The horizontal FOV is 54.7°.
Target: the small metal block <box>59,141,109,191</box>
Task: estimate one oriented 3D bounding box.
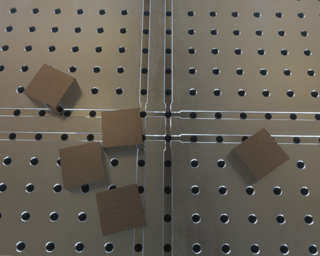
[{"bbox_3d":[-0.096,0.049,0.393,0.050,0.025,0.050,-12,71,-5],"label":"small metal block"}]

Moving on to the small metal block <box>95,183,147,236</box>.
[{"bbox_3d":[-0.047,0.099,0.375,0.050,0.025,0.050,-13,71,-5],"label":"small metal block"}]

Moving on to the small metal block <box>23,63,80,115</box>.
[{"bbox_3d":[-0.150,-0.054,0.430,0.050,0.025,0.050,26,72,8],"label":"small metal block"}]

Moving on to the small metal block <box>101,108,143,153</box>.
[{"bbox_3d":[-0.050,0.003,0.410,0.050,0.025,0.050,-5,70,-3],"label":"small metal block"}]

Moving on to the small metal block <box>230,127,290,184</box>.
[{"bbox_3d":[0.128,0.036,0.400,0.050,0.025,0.050,-32,74,-11],"label":"small metal block"}]
